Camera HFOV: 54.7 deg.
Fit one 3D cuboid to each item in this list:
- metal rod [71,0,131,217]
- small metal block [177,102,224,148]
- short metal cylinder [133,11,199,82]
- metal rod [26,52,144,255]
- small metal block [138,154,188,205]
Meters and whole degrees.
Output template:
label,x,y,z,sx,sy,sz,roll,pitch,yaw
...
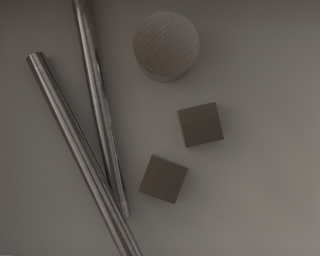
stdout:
label,x,y,z,sx,sy,sz,roll,pitch,yaw
metal rod,-0.079,-0.030,0.410,0.025,0.025,0.298,-11,90,0
small metal block,0.053,-0.004,0.412,0.050,0.025,0.050,-13,90,-1
short metal cylinder,0.007,-0.102,0.399,0.081,0.050,0.079,0,90,-1
metal rod,-0.096,0.038,0.393,0.025,0.025,0.299,-27,84,0
small metal block,0.004,0.067,0.412,0.050,0.025,0.050,21,90,-1
